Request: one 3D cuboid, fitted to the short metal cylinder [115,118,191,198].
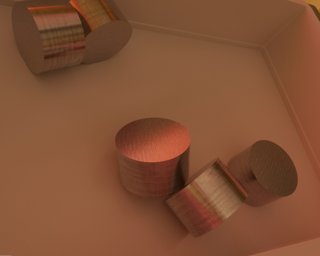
[{"bbox_3d":[-0.007,0.031,0.345,0.081,0.050,0.080,0,34,1],"label":"short metal cylinder"}]

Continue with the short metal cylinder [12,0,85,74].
[{"bbox_3d":[-0.132,-0.109,0.366,0.050,0.080,0.080,-24,75,-37],"label":"short metal cylinder"}]

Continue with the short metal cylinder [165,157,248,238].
[{"bbox_3d":[0.052,0.078,0.353,0.081,0.080,0.050,-33,81,-38],"label":"short metal cylinder"}]

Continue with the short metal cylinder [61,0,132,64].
[{"bbox_3d":[-0.084,-0.130,0.406,0.081,0.080,0.050,-24,75,-37],"label":"short metal cylinder"}]

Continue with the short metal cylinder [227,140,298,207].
[{"bbox_3d":[0.141,0.063,0.429,0.081,0.050,0.080,14,56,-21],"label":"short metal cylinder"}]
